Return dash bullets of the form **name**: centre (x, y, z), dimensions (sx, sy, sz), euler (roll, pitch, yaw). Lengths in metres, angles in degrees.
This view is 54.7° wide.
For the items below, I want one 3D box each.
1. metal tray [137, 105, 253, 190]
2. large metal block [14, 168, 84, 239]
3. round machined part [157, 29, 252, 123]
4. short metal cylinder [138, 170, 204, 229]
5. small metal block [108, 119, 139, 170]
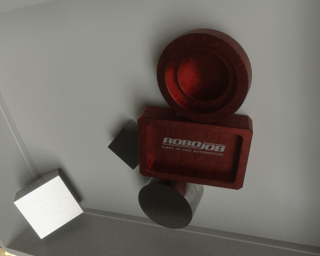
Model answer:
- **metal tray**: centre (0.040, 0.024, 0.381), dimensions (0.131, 0.030, 0.089), euler (7, 122, 10)
- **large metal block**: centre (-0.194, 0.130, 0.545), dimensions (0.080, 0.080, 0.050), euler (62, 166, -17)
- **round machined part**: centre (0.049, -0.058, 0.335), dimensions (0.098, 0.042, 0.097), euler (13, 124, 20)
- **short metal cylinder**: centre (0.016, 0.096, 0.442), dimensions (0.080, 0.050, 0.079), euler (13, 124, 20)
- **small metal block**: centre (-0.039, 0.024, 0.443), dimensions (0.050, 0.025, 0.050), euler (42, 129, -1)
